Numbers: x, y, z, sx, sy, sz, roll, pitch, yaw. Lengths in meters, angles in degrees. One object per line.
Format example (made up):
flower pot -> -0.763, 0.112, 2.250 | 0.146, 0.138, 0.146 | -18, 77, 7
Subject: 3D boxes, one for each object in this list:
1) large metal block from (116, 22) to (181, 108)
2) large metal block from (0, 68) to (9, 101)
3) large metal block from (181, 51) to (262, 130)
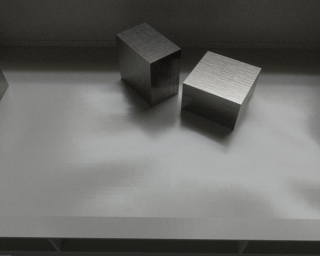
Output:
large metal block -> -0.017, -0.091, 0.445 | 0.050, 0.080, 0.080 | -31, 57, -23
large metal block -> -0.259, -0.061, 0.419 | 0.050, 0.080, 0.080 | 3, 50, 2
large metal block -> 0.085, -0.055, 0.435 | 0.080, 0.050, 0.080 | 24, 54, 18
